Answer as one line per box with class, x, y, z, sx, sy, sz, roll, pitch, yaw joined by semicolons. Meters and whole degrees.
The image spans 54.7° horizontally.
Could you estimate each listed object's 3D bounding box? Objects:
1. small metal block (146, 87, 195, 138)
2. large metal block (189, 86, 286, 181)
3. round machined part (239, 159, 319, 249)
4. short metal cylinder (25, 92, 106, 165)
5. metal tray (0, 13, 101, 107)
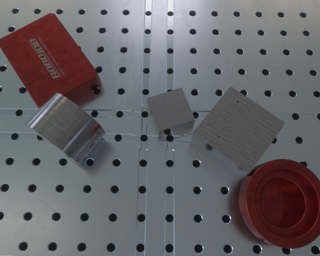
small metal block;0.014;-0.021;0.419;0.050;0.025;0.050;-18;71;-7
large metal block;0.096;0.008;0.396;0.080;0.050;0.080;37;74;12
round machined part;0.140;0.088;0.366;0.099;0.042;0.098;2;75;-8
short metal cylinder;-0.115;0.002;0.381;0.080;0.080;0.050;34;74;11
metal tray;-0.157;-0.093;0.442;0.090;0.030;0.130;-34;74;-12
